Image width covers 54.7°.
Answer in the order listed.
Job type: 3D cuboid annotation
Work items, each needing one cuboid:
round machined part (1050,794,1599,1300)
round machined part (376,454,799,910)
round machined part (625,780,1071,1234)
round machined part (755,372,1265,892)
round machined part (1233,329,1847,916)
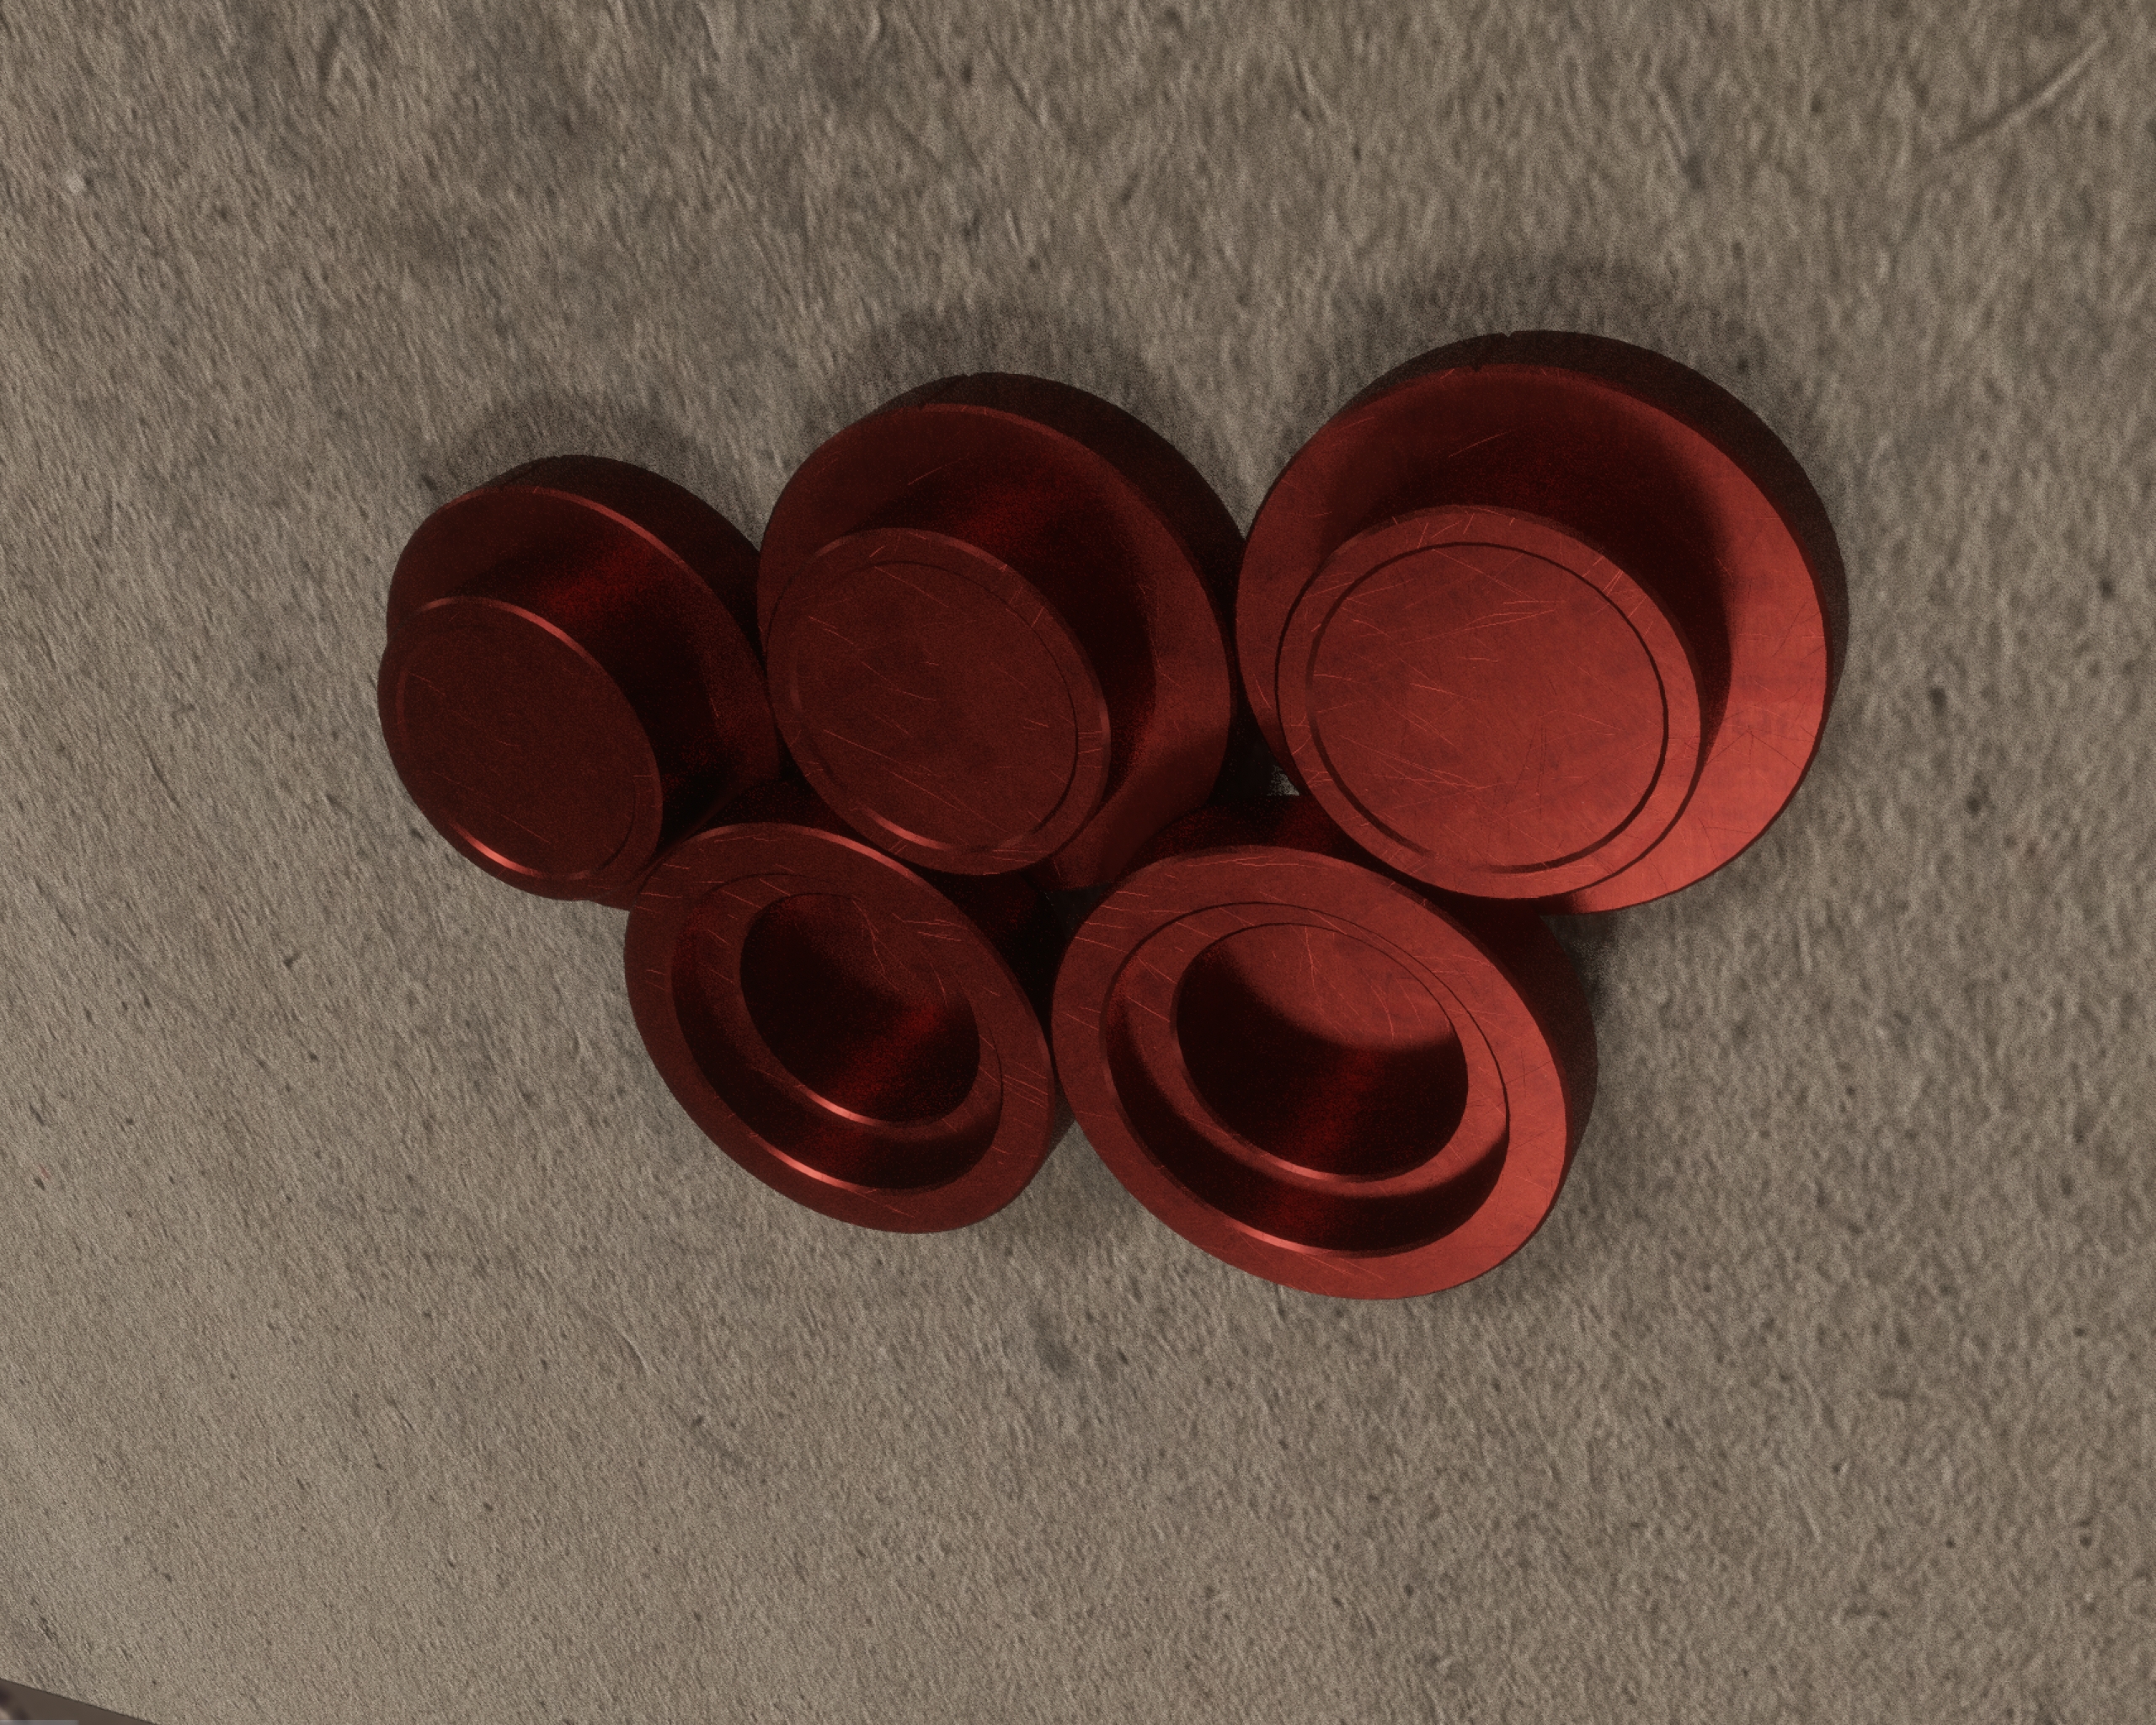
[{"bbox_3d":[0.048,0.030,0.390,0.098,0.042,0.097,13,124,20],"label":"round machined part"},{"bbox_3d":[-0.104,-0.031,0.431,0.098,0.042,0.097,13,124,20],"label":"round machined part"},{"bbox_3d":[-0.041,0.026,0.433,0.098,0.042,0.097,13,124,20],"label":"round machined part"},{"bbox_3d":[-0.017,-0.037,0.383,0.098,0.042,0.097,13,124,20],"label":"round machined part"},{"bbox_3d":[0.071,-0.033,0.339,0.098,0.042,0.097,13,124,20],"label":"round machined part"}]
